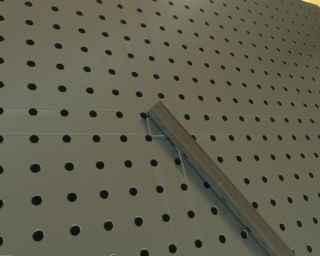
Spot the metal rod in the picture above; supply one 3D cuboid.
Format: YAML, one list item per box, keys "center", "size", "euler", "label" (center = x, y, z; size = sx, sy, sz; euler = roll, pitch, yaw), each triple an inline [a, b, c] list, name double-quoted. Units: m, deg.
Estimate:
- center: [0.089, 0.085, 0.403]
  size: [0.300, 0.025, 0.025]
  euler: [49, 51, 6]
  label: "metal rod"
